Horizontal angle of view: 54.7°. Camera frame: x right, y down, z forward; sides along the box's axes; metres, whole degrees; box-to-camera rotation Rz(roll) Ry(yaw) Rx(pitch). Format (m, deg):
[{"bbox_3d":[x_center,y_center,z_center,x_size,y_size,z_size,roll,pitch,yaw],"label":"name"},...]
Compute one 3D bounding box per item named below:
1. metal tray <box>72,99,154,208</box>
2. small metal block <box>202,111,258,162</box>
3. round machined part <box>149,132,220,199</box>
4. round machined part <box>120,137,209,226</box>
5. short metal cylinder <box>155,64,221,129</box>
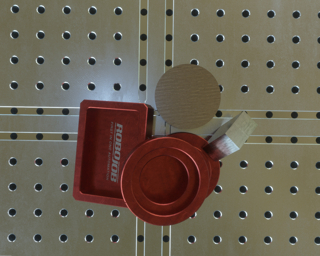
[{"bbox_3d":[-0.060,0.031,0.399,0.090,0.030,0.129,5,90,14],"label":"metal tray"},{"bbox_3d":[0.088,0.011,0.392,0.025,0.050,0.050,47,55,0],"label":"small metal block"},{"bbox_3d":[0.030,0.054,0.404,0.099,0.042,0.097,0,90,-1],"label":"round machined part"},{"bbox_3d":[0.003,0.058,0.357,0.099,0.042,0.097,0,92,-11],"label":"round machined part"},{"bbox_3d":[0.034,-0.038,0.401,0.081,0.050,0.079,0,90,-1],"label":"short metal cylinder"}]
